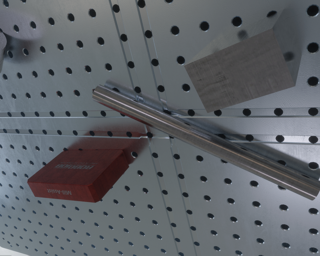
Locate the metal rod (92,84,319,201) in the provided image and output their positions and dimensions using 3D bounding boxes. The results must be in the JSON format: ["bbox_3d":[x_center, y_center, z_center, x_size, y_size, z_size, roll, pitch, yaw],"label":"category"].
[{"bbox_3d":[0.048,0.012,0.393,0.301,0.025,0.025,24,127,13],"label":"metal rod"}]

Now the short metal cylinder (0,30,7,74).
[{"bbox_3d":[-0.270,-0.114,0.448,0.080,0.080,0.050,37,129,3],"label":"short metal cylinder"}]

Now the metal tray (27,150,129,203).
[{"bbox_3d":[-0.125,0.070,0.478,0.130,0.090,0.030,-3,117,29],"label":"metal tray"}]

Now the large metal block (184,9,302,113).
[{"bbox_3d":[0.081,-0.064,0.293,0.080,0.080,0.050,-17,109,35],"label":"large metal block"}]
